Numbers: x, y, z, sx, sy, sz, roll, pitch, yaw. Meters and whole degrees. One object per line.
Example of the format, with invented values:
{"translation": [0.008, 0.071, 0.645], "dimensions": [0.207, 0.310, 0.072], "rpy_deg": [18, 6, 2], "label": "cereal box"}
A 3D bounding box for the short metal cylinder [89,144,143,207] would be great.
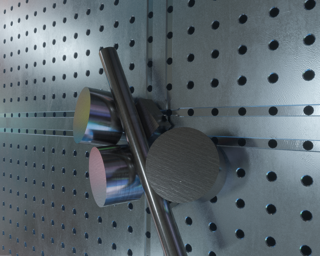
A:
{"translation": [-0.061, 0.063, 0.421], "dimensions": [0.080, 0.050, 0.079], "rpy_deg": [15, 107, 61], "label": "short metal cylinder"}

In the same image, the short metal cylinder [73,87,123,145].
{"translation": [-0.088, -0.015, 0.443], "dimensions": [0.080, 0.050, 0.080], "rpy_deg": [-25, 60, 56], "label": "short metal cylinder"}

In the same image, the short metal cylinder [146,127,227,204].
{"translation": [0.031, 0.044, 0.346], "dimensions": [0.080, 0.050, 0.080], "rpy_deg": [-6, 74, 19], "label": "short metal cylinder"}

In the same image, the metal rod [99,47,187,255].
{"translation": [-0.024, 0.029, 0.391], "dimensions": [0.025, 0.025, 0.299], "rpy_deg": [-32, 70, 35], "label": "metal rod"}

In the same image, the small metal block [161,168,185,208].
{"translation": [0.009, 0.072, 0.397], "dimensions": [0.050, 0.025, 0.050], "rpy_deg": [-48, 62, 29], "label": "small metal block"}

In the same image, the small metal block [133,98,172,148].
{"translation": [-0.020, -0.004, 0.421], "dimensions": [0.050, 0.025, 0.050], "rpy_deg": [-51, 61, 28], "label": "small metal block"}
